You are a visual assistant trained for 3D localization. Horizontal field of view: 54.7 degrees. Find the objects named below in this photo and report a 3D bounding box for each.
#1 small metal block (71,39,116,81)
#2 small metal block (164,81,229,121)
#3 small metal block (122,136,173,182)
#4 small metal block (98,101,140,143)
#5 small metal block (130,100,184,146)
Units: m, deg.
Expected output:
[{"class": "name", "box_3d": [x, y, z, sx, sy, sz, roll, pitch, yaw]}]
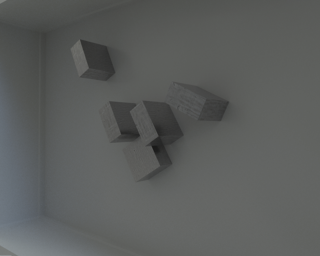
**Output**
[{"class": "small metal block", "box_3d": [-0.102, -0.102, 0.472, 0.025, 0.050, 0.050, -32, 71, 35]}, {"class": "small metal block", "box_3d": [0.042, -0.030, 0.354, 0.050, 0.050, 0.025, 32, 110, 35]}, {"class": "small metal block", "box_3d": [-0.018, 0.039, 0.420, 0.050, 0.025, 0.050, -37, 67, 33]}, {"class": "small metal block", "box_3d": [-0.051, -0.008, 0.431, 0.025, 0.050, 0.050, -35, 69, 34]}, {"class": "small metal block", "box_3d": [-0.004, -0.006, 0.392, 0.025, 0.050, 0.050, -38, 67, 33]}]
